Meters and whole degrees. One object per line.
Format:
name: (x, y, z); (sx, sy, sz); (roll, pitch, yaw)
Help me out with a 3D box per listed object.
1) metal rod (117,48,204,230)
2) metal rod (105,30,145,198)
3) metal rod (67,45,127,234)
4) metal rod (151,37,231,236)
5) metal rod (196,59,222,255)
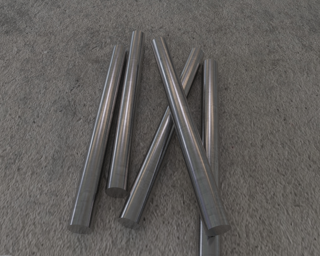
metal rod: (0.014, -0.011, 0.411); (0.025, 0.025, 0.300); (14, 51, 11)
metal rod: (-0.043, -0.043, 0.438); (0.025, 0.025, 0.300); (2, 50, 1)
metal rod: (-0.074, -0.011, 0.411); (0.025, 0.025, 0.300); (2, 50, 2)
metal rod: (0.027, -0.017, 0.383); (0.025, 0.025, 0.300); (-8, 50, -7)
metal rod: (0.062, 0.016, 0.390); (0.025, 0.025, 0.300); (5, 50, 4)
